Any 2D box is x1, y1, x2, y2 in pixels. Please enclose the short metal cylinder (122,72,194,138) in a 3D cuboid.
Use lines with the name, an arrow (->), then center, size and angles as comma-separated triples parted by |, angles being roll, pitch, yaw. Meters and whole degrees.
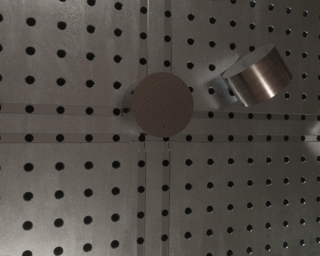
short metal cylinder -> -0.004, -0.028, 0.399 | 0.081, 0.050, 0.079 | 0, 90, -21

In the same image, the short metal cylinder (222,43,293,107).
short metal cylinder -> 0.136, -0.074, 0.435 | 0.080, 0.080, 0.050 | -41, 103, -16
